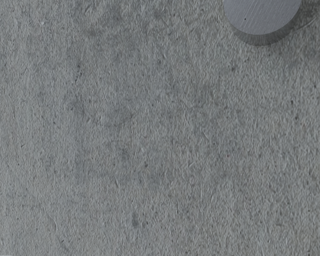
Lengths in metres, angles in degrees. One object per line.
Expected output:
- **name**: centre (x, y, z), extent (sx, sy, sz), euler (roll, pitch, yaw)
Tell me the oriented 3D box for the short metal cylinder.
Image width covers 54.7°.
- **short metal cylinder**: centre (0.117, -0.140, 0.354), extent (0.080, 0.050, 0.080), euler (0, 90, 20)
